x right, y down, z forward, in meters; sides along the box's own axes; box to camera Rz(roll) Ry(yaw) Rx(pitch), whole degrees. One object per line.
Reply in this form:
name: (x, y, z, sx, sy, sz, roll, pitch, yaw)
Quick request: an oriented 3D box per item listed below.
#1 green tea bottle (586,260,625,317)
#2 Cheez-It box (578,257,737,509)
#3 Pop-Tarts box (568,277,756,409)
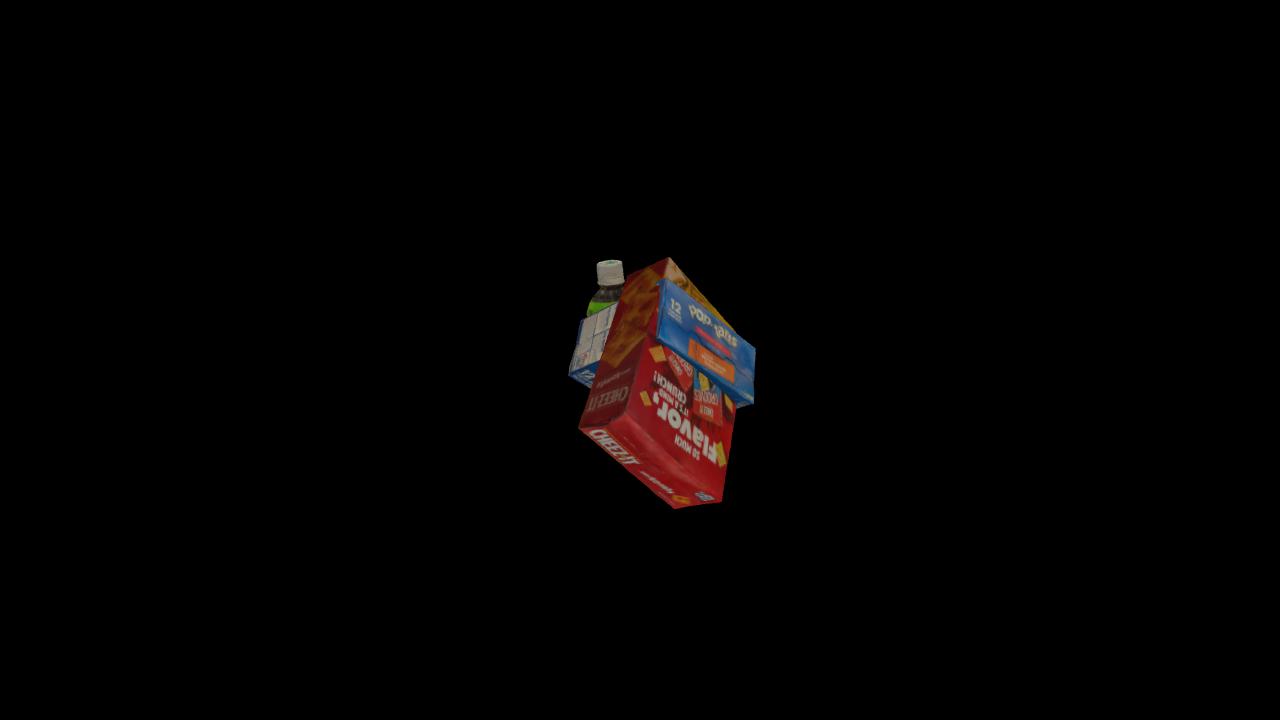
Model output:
green tea bottle: (-0.029, -0.017, 0.762, 0.073, 0.212, 0.073, -4, 19, 1)
Cheez-It box: (0.036, 0.023, 0.667, 0.071, 0.223, 0.166, -20, -50, 36)
Pop-Tarts box: (0.029, 0.002, 0.714, 0.141, 0.083, 0.167, -22, -42, 38)
